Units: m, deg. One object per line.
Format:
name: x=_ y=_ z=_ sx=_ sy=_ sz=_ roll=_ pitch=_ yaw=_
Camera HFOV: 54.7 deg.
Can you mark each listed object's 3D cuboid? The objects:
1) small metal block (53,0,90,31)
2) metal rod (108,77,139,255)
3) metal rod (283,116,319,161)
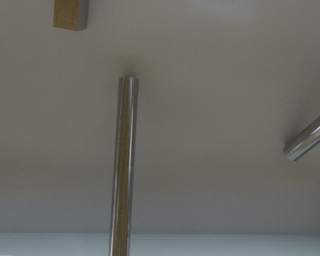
small metal block: x=-0.097 y=-0.137 z=0.346 sx=0.025 sy=0.050 sz=0.050 roll=10 pitch=110 yaw=-4
metal rod: x=-0.046 y=0.087 z=0.375 sx=0.025 sy=0.025 sz=0.298 roll=3 pitch=84 yaw=-2
metal rod: x=0.234 y=-0.054 z=0.322 sx=0.025 sy=0.025 sz=0.298 roll=22 pitch=137 yaw=-8
